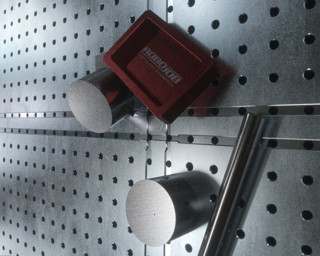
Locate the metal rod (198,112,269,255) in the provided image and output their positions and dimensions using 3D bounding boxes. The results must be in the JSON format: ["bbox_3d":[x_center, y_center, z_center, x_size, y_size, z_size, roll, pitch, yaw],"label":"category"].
[{"bbox_3d":[0.063,0.127,0.356,0.025,0.025,0.298,25,106,37],"label":"metal rod"}]

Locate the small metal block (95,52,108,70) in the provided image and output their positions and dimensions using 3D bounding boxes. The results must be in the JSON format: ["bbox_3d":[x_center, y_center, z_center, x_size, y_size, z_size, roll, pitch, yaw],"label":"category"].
[{"bbox_3d":[-0.071,-0.088,0.468,0.050,0.025,0.050,-7,86,39],"label":"small metal block"}]

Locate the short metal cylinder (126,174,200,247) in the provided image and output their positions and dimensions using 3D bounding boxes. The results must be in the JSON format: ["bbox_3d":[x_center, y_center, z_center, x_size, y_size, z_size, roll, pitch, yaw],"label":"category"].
[{"bbox_3d":[0.003,0.102,0.391,0.080,0.050,0.079,0,90,40],"label":"short metal cylinder"}]

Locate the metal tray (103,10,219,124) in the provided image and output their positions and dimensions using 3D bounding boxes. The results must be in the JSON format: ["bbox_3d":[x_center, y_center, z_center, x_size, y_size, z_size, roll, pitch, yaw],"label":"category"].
[{"bbox_3d":[-0.003,-0.079,0.388,0.090,0.030,0.130,-46,61,6],"label":"metal tray"}]

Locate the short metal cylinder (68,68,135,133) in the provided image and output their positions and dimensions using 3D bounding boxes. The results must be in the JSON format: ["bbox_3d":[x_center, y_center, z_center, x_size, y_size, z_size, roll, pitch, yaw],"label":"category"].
[{"bbox_3d":[-0.084,-0.040,0.442,0.080,0.050,0.079,19,128,26],"label":"short metal cylinder"}]
